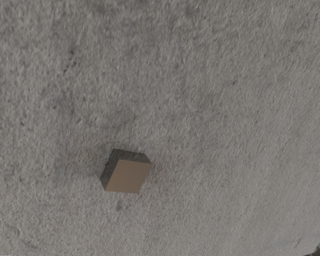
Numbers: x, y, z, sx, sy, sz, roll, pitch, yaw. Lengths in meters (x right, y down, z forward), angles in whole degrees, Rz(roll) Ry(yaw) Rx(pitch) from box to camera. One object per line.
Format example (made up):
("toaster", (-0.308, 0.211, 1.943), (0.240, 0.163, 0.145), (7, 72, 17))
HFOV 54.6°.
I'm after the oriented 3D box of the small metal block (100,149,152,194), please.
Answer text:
("small metal block", (-0.046, 0.059, 0.417), (0.050, 0.025, 0.050), (13, 112, -34))
